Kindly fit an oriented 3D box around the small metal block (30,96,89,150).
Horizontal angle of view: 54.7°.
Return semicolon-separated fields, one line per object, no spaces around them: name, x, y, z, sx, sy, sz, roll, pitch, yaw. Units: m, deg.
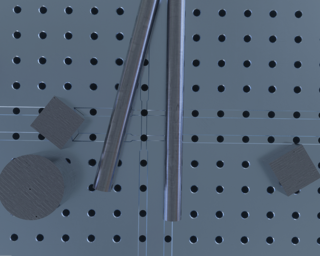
small metal block;-0.132;-0.007;0.412;0.050;0.025;0.050;38;90;0

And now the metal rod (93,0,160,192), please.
metal rod;-0.040;-0.063;0.412;0.025;0.025;0.298;14;90;0

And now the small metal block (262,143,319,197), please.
small metal block;0.176;0.055;0.415;0.050;0.025;0.050;-30;90;0

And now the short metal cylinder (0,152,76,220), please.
short metal cylinder;-0.156;0.072;0.400;0.081;0.050;0.080;0;90;0

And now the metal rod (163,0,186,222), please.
metal rod;0.019;-0.028;0.413;0.025;0.025;0.298;1;90;0
